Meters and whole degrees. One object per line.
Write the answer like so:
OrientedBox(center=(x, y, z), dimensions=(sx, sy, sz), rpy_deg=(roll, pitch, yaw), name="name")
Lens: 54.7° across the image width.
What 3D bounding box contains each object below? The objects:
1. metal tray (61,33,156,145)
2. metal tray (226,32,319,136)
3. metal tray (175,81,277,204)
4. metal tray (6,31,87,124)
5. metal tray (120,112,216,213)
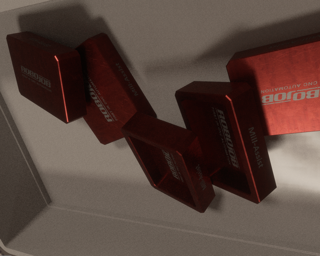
OrientedBox(center=(-0.076, -0.047, 0.414), dimensions=(0.090, 0.030, 0.130), rpy_deg=(-21, 107, 35), name="metal tray")
OrientedBox(center=(0.141, -0.042, 0.305), dimensions=(0.130, 0.030, 0.090), rpy_deg=(-8, 115, 31), name="metal tray")
OrientedBox(center=(0.072, 0.013, 0.348), dimensions=(0.090, 0.030, 0.129), rpy_deg=(15, 131, 56), name="metal tray")
OrientedBox(center=(-0.152, -0.070, 0.413), dimensions=(0.130, 0.030, 0.089), rpy_deg=(27, 130, 35), name="metal tray")
OrientedBox(center=(0.013, 0.045, 0.382), dimensions=(0.090, 0.030, 0.130), rpy_deg=(21, 148, 36), name="metal tray")
